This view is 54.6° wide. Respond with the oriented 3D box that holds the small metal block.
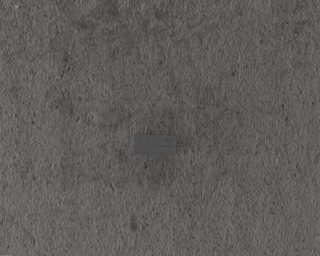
[{"bbox_3d":[-0.005,0.020,0.397,0.050,0.050,0.025,2,90,0],"label":"small metal block"}]
